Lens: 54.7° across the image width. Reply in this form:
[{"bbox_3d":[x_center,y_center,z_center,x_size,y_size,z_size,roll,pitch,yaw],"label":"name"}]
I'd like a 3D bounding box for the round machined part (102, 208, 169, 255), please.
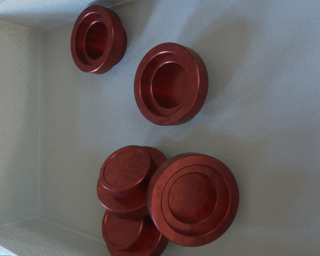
[{"bbox_3d":[-0.037,0.125,0.402,0.098,0.042,0.098,-18,57,30],"label":"round machined part"}]

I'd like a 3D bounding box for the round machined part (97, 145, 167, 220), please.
[{"bbox_3d":[-0.036,0.060,0.388,0.098,0.042,0.098,-14,43,14],"label":"round machined part"}]

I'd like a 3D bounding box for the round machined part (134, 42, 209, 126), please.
[{"bbox_3d":[0.017,-0.052,0.380,0.098,0.042,0.097,0,90,39],"label":"round machined part"}]

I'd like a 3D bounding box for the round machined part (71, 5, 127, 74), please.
[{"bbox_3d":[-0.088,-0.129,0.466,0.098,0.042,0.097,0,90,39],"label":"round machined part"}]

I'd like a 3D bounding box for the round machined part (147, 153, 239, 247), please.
[{"bbox_3d":[0.033,0.075,0.343,0.042,0.099,0.097,-175,86,-76],"label":"round machined part"}]
